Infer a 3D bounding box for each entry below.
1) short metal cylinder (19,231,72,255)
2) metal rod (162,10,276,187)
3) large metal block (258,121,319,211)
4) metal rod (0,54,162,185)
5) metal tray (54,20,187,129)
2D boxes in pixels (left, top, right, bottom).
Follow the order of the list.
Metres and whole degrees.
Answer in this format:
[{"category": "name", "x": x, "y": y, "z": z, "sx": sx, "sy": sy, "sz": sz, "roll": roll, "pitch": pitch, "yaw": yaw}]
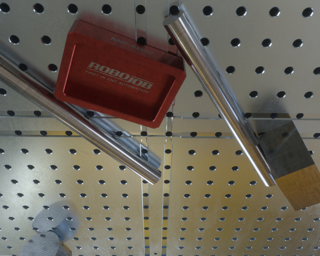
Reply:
[{"category": "short metal cylinder", "x": -0.214, "y": 0.243, "z": 0.580, "sx": 0.080, "sy": 0.080, "sz": 0.050, "roll": -13, "pitch": 129, "yaw": 11}, {"category": "metal rod", "x": 0.093, "y": -0.016, "z": 0.398, "sx": 0.025, "sy": 0.025, "sz": 0.300, "roll": -26, "pitch": 126, "yaw": 20}, {"category": "large metal block", "x": 0.183, "y": 0.052, "z": 0.421, "sx": 0.050, "sy": 0.080, "sz": 0.080, "roll": -28, "pitch": 125, "yaw": 21}, {"category": "metal rod", "x": -0.108, "y": -0.008, "z": 0.403, "sx": 0.025, "sy": 0.025, "sz": 0.301, "roll": -35, "pitch": 122, "yaw": 26}, {"category": "metal tray", "x": -0.046, "y": -0.057, "z": 0.359, "sx": 0.131, "sy": 0.030, "sz": 0.089, "roll": 17, "pitch": 128, "yaw": -15}]
